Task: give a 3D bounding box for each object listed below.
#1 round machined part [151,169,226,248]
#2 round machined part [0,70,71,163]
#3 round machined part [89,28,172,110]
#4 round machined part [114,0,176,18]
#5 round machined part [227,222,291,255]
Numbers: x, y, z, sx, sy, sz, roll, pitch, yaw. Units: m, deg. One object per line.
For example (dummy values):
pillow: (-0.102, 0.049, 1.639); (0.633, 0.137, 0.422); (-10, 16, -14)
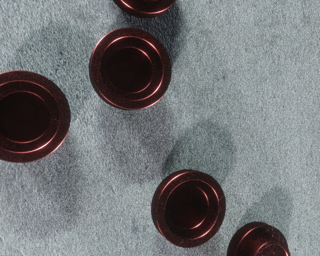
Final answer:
round machined part: (0.034, 0.104, 0.413); (0.099, 0.042, 0.097); (0, 90, -20)
round machined part: (-0.152, -0.012, 0.344); (0.099, 0.042, 0.097); (0, 90, -20)
round machined part: (-0.039, -0.070, 0.385); (0.099, 0.042, 0.097); (0, 90, -20)
round machined part: (-0.018, -0.195, 0.393); (0.099, 0.042, 0.097); (0, 90, -20)
round machined part: (0.152, 0.193, 0.456); (0.099, 0.042, 0.097); (0, 90, -20)
